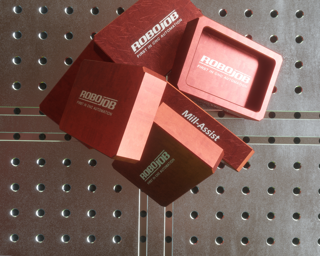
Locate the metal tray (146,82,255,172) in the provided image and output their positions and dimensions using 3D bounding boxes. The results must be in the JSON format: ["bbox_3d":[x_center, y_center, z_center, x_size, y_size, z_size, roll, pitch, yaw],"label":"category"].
[{"bbox_3d":[0.044,-0.003,0.380,0.130,0.090,0.030,38,90,0],"label":"metal tray"}]

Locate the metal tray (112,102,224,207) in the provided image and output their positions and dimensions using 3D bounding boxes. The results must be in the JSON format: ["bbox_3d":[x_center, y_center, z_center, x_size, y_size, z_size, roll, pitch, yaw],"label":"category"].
[{"bbox_3d":[0.003,0.038,0.365,0.090,0.129,0.030,38,51,0],"label":"metal tray"}]

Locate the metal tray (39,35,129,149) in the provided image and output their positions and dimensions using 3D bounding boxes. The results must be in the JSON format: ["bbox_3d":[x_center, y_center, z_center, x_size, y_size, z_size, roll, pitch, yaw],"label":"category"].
[{"bbox_3d":[-0.081,-0.048,0.410,0.090,0.030,0.130,39,90,-1],"label":"metal tray"}]

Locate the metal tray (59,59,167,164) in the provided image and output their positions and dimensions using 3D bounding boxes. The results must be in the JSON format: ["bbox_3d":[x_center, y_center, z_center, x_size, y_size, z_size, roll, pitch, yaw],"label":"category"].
[{"bbox_3d":[-0.058,-0.024,0.337,0.030,0.130,0.090,19,90,-42],"label":"metal tray"}]

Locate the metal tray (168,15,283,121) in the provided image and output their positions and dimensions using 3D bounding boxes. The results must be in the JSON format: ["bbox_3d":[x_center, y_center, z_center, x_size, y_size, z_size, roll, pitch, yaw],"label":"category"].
[{"bbox_3d":[0.083,-0.070,0.387,0.131,0.030,0.090,18,90,-23],"label":"metal tray"}]

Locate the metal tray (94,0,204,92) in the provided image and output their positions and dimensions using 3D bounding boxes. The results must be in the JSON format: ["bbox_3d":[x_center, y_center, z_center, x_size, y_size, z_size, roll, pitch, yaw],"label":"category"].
[{"bbox_3d":[-0.007,-0.114,0.392,0.130,0.030,0.090,-44,93,-14],"label":"metal tray"}]
